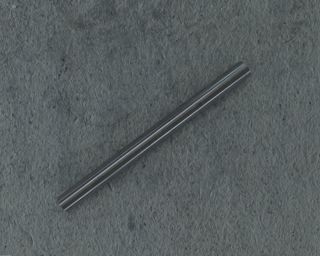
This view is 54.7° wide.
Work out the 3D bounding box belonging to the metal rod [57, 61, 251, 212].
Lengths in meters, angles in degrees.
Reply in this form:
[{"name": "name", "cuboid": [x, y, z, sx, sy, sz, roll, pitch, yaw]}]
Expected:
[{"name": "metal rod", "cuboid": [-0.007, 0.011, 0.411, 0.301, 0.025, 0.025, -37, 90, -1]}]
